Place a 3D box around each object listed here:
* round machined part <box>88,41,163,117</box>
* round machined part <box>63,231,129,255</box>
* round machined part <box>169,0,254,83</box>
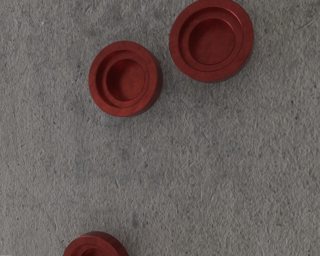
[{"bbox_3d":[-0.042,-0.063,0.415,0.098,0.042,0.097,0,90,20],"label":"round machined part"},{"bbox_3d":[-0.083,0.192,0.429,0.098,0.042,0.097,0,90,20],"label":"round machined part"},{"bbox_3d":[0.064,-0.103,0.377,0.098,0.042,0.097,0,90,20],"label":"round machined part"}]
